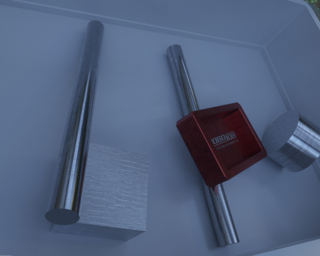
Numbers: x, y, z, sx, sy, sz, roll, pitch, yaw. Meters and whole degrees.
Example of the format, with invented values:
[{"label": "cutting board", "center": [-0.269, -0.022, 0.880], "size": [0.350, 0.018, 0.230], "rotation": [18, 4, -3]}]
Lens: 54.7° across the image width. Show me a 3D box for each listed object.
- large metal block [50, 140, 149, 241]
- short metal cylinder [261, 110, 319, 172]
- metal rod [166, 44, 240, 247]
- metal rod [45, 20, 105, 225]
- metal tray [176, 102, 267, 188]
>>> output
[{"label": "large metal block", "center": [-0.060, 0.066, 0.318], "size": [0.081, 0.050, 0.080], "rotation": [15, 56, -21]}, {"label": "short metal cylinder", "center": [0.199, 0.020, 0.468], "size": [0.050, 0.080, 0.080], "rotation": [34, 51, -7]}, {"label": "metal rod", "center": [0.052, 0.006, 0.431], "size": [0.025, 0.025, 0.299], "rotation": [2, 61, -28]}, {"label": "metal rod", "center": [-0.083, -0.038, 0.339], "size": [0.025, 0.025, 0.300], "rotation": [16, 41, -20]}, {"label": "metal tray", "center": [0.087, 0.016, 0.414], "size": [0.131, 0.030, 0.090], "rotation": [-14, 74, -50]}]
